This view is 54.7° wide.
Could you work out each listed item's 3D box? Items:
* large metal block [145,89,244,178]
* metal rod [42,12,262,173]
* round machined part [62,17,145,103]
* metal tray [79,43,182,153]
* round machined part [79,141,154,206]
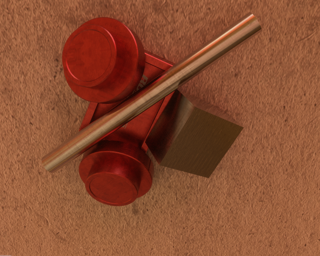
[{"bbox_3d":[0.041,0.009,0.386,0.080,0.050,0.080,19,110,-33],"label":"large metal block"},{"bbox_3d":[-0.019,-0.035,0.367,0.300,0.025,0.025,-33,107,11],"label":"metal rod"},{"bbox_3d":[-0.070,-0.078,0.351,0.098,0.042,0.097,0,89,20],"label":"round machined part"},{"bbox_3d":[-0.037,-0.034,0.395,0.090,0.030,0.129,23,108,-9],"label":"metal tray"},{"bbox_3d":[-0.059,0.066,0.407,0.099,0.042,0.097,4,131,5],"label":"round machined part"}]
